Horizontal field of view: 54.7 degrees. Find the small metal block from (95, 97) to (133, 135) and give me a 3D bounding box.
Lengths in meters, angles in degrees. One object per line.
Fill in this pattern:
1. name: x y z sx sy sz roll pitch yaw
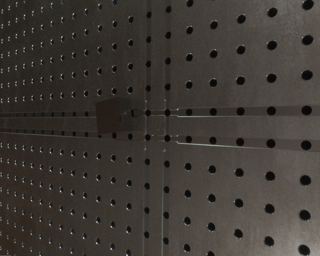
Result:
1. small metal block: -0.069 -0.017 0.464 0.050 0.025 0.050 -9 84 39
